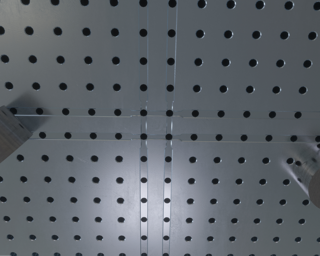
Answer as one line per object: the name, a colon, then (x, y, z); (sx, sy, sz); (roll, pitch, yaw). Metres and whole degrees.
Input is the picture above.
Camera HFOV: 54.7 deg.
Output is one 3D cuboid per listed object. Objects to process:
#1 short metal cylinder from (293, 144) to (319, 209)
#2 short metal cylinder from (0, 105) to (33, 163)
short metal cylinder: (0.234, 0.067, 0.427); (0.081, 0.050, 0.079); (0, 110, 0)
short metal cylinder: (-0.209, 0.016, 0.388); (0.080, 0.080, 0.050); (-36, 106, 12)
